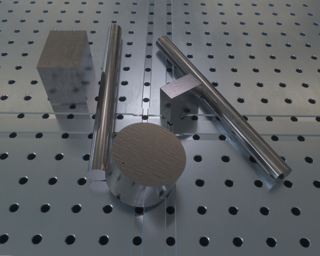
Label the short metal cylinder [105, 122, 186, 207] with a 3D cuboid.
[{"bbox_3d":[-0.017,0.040,0.345,0.081,0.050,0.080,10,51,-12],"label":"short metal cylinder"}]

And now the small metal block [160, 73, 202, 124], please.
[{"bbox_3d":[0.028,-0.040,0.425,0.050,0.050,0.025,-28,56,-22],"label":"small metal block"}]

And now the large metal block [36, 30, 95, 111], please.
[{"bbox_3d":[-0.128,-0.081,0.439,0.050,0.080,0.080,-1,50,-1],"label":"large metal block"}]

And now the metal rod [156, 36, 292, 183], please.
[{"bbox_3d":[0.074,-0.046,0.446,0.025,0.025,0.300,-22,54,-18],"label":"metal rod"}]

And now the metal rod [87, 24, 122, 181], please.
[{"bbox_3d":[-0.076,-0.060,0.457,0.025,0.025,0.300,-1,50,-1],"label":"metal rod"}]
